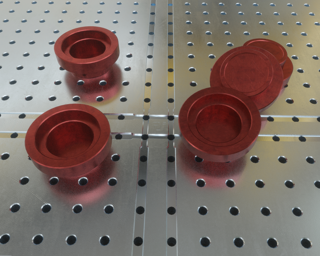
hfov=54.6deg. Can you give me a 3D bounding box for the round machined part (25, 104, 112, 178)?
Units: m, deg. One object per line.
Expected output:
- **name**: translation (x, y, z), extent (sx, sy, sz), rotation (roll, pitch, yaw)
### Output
- **round machined part**: translation (-0.108, 0.019, 0.380), extent (0.099, 0.042, 0.098), rotation (0, 50, 0)

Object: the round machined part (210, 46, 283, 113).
- **round machined part**: translation (0.118, -0.069, 0.427), extent (0.098, 0.042, 0.098), rotation (-3, 77, 13)

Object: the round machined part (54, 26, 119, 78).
- **round machined part**: translation (-0.114, -0.117, 0.495), extent (0.099, 0.042, 0.098), rotation (0, 50, 0)

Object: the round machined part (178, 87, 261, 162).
- **round machined part**: translation (0.073, -0.001, 0.391), extent (0.098, 0.042, 0.098), rotation (-2, 59, 4)

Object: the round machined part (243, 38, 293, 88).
- **round machined part**: translation (0.158, -0.103, 0.484), extent (0.099, 0.042, 0.098), rotation (0, 50, 0)
